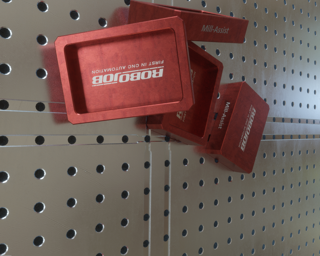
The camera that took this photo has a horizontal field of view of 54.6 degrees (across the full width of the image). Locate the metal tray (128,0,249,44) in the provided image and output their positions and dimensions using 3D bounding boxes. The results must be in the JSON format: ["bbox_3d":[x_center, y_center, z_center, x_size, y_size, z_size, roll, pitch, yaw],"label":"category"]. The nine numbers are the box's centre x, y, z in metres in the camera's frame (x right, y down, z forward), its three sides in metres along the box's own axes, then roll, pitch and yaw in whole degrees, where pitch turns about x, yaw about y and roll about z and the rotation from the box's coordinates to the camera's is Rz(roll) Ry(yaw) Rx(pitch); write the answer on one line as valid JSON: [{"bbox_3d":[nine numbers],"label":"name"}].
[{"bbox_3d":[0.037,-0.134,0.393,0.131,0.090,0.030,-10,121,-39],"label":"metal tray"}]

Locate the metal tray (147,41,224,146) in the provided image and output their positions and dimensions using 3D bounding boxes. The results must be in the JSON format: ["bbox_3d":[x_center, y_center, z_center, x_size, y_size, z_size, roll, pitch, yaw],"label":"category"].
[{"bbox_3d":[0.039,-0.048,0.436,0.090,0.030,0.130,23,76,-38],"label":"metal tray"}]

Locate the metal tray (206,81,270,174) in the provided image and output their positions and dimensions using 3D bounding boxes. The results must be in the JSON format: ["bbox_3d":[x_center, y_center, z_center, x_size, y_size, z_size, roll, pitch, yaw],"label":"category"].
[{"bbox_3d":[0.133,0.000,0.516,0.090,0.030,0.130,33,70,-35],"label":"metal tray"}]

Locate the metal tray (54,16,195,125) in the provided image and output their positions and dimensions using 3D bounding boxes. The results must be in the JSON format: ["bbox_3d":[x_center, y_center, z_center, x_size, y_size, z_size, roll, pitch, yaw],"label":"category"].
[{"bbox_3d":[-0.035,-0.056,0.319,0.030,0.130,0.090,-45,128,-79],"label":"metal tray"}]
